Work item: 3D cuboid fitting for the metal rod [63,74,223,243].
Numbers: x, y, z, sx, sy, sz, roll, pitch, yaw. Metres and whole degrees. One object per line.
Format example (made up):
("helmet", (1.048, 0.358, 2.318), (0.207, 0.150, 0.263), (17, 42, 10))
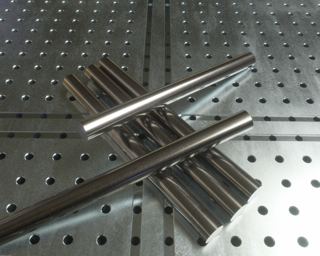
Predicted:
("metal rod", (-0.039, 0.019, 0.390), (0.025, 0.025, 0.300), (-32, 57, -24))

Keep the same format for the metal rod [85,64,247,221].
("metal rod", (-0.011, 0.002, 0.406), (0.025, 0.025, 0.300), (-32, 57, -24))

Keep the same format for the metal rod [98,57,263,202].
("metal rod", (0.009, -0.014, 0.419), (0.025, 0.025, 0.300), (-33, 58, -25))

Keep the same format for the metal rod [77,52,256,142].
("metal rod", (0.029, -0.054, 0.427), (0.302, 0.025, 0.025), (-26, 55, -31))

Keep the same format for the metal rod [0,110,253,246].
("metal rod", (-0.034, 0.050, 0.338), (0.302, 0.025, 0.025), (-24, 54, -9))
